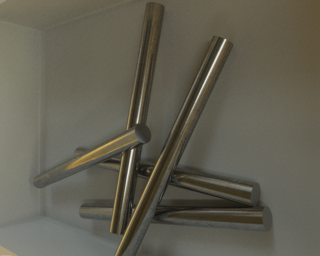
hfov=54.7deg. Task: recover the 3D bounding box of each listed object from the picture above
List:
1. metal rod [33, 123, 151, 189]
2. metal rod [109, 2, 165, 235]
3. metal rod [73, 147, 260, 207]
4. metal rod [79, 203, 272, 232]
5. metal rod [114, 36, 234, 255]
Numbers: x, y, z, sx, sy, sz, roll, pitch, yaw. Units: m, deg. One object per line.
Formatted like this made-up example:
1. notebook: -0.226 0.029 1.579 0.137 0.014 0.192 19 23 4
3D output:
1. metal rod: -0.120 0.053 0.469 0.299 0.025 0.025 -25 75 42
2. metal rod: -0.030 -0.013 0.405 0.025 0.025 0.298 9 89 39
3. metal rod: -0.016 0.057 0.416 0.300 0.025 0.025 6 94 39
4. metal rod: -0.006 0.113 0.408 0.300 0.025 0.025 -10 84 39
5. metal rod: 0.011 0.037 0.368 0.025 0.025 0.298 30 101 35
